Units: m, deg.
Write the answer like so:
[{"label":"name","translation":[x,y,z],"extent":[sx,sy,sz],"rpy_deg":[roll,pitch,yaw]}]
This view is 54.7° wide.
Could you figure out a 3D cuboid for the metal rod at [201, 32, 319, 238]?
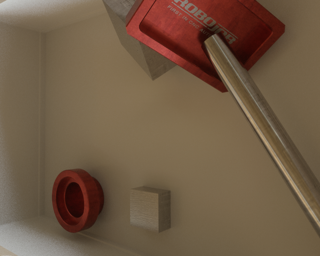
[{"label":"metal rod","translation":[0.123,0.042,0.278],"extent":[0.025,0.025,0.299],"rpy_deg":[-37,76,34]}]

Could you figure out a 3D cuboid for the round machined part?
[{"label":"round machined part","translation":[-0.128,0.114,0.499],"extent":[0.098,0.042,0.097],"rpy_deg":[0,90,39]}]

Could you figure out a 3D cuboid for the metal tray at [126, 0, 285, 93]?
[{"label":"metal tray","translation":[0.044,-0.102,0.303],"extent":[0.090,0.131,0.030],"rpy_deg":[-50,28,27]}]

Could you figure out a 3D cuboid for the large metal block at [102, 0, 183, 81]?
[{"label":"large metal block","translation":[-0.018,-0.118,0.375],"extent":[0.050,0.080,0.080],"rpy_deg":[-35,63,-7]}]

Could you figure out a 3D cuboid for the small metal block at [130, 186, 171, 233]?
[{"label":"small metal block","translation":[-0.013,0.108,0.416],"extent":[0.050,0.025,0.050],"rpy_deg":[0,90,39]}]
